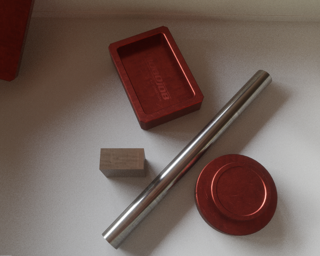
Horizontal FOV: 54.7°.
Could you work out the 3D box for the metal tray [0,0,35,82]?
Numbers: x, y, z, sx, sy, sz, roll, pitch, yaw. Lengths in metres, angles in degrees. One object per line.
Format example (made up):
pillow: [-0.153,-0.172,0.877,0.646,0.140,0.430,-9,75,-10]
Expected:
metal tray: [-0.223,-0.136,0.403,0.091,0.030,0.129,14,104,-19]

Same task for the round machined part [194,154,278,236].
round machined part: [0.093,0.078,0.373,0.099,0.042,0.098,0,70,-1]

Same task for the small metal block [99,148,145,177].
small metal block: [-0.044,0.044,0.380,0.050,0.050,0.025,0,70,0]

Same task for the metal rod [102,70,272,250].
metal rod: [0.044,0.030,0.399,0.025,0.025,0.301,42,75,13]

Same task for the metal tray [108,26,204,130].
metal tray: [-0.007,-0.072,0.433,0.091,0.030,0.130,-22,72,-8]
